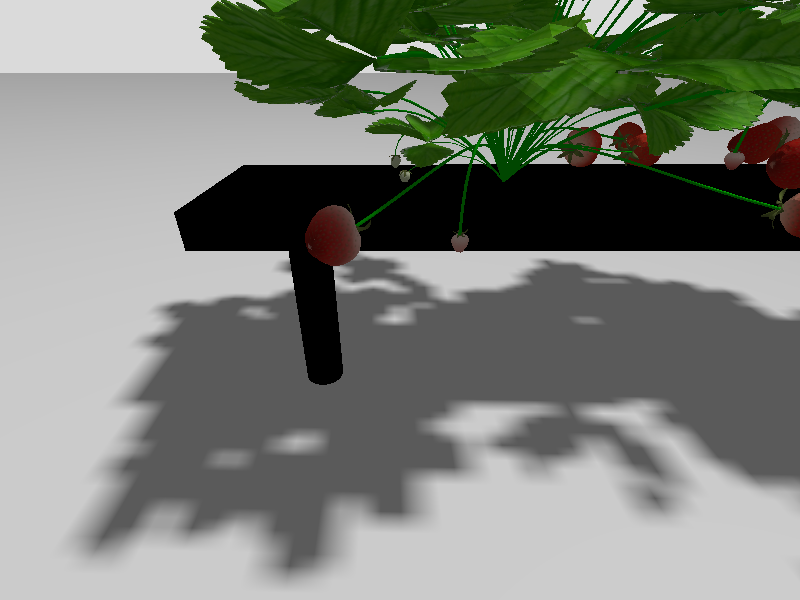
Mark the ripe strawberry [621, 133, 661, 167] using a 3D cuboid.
[{"bbox_3d":[0.234,-0.144,0.383,0.036,0.031,0.036,-10,33,-17],"label":"ripe strawberry"}]

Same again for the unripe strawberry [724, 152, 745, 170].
[{"bbox_3d":[0.294,-0.122,0.353,0.015,0.015,0.014,2,31,3],"label":"unripe strawberry"}]

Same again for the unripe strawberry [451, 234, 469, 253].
[{"bbox_3d":[0.032,-0.031,0.217,0.009,0.010,0.011,11,33,18],"label":"unripe strawberry"}]

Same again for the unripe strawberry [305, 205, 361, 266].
[{"bbox_3d":[-0.035,-0.031,0.199,0.026,0.030,0.028,21,38,31],"label":"unripe strawberry"}]

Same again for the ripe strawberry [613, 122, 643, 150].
[{"bbox_3d":[0.260,-0.184,0.454,0.033,0.032,0.030,-22,37,-32],"label":"ripe strawberry"}]

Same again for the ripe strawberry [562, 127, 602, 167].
[{"bbox_3d":[0.182,-0.152,0.396,0.037,0.037,0.035,-20,36,-31],"label":"ripe strawberry"}]

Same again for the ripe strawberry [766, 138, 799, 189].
[{"bbox_3d":[0.313,-0.109,0.319,0.037,0.039,0.034,-3,31,-4],"label":"ripe strawberry"}]

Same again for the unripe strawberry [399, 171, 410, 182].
[{"bbox_3d":[0.004,-0.108,0.352,0.010,0.010,0.009,3,31,4],"label":"unripe strawberry"}]

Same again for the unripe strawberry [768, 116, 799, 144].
[{"bbox_3d":[0.406,-0.178,0.433,0.039,0.039,0.043,23,38,34],"label":"unripe strawberry"}]

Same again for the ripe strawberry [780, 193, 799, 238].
[{"bbox_3d":[0.239,-0.049,0.230,0.031,0.027,0.031,24,39,33],"label":"ripe strawberry"}]

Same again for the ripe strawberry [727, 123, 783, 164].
[{"bbox_3d":[0.356,-0.158,0.405,0.040,0.039,0.037,12,33,20],"label":"ripe strawberry"}]

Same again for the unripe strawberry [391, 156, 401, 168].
[{"bbox_3d":[-0.004,-0.134,0.388,0.010,0.011,0.011,16,35,24],"label":"unripe strawberry"}]
